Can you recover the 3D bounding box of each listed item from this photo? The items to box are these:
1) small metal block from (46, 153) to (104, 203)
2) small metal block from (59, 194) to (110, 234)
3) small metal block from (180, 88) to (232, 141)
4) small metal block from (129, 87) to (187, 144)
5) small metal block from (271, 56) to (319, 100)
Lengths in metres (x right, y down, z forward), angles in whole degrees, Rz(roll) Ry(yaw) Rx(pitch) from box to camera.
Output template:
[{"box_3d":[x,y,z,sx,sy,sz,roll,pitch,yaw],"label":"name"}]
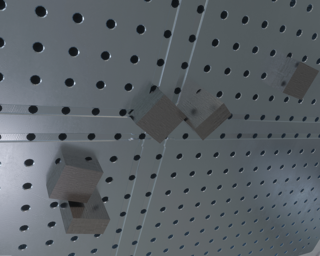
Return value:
[{"box_3d":[-0.108,0.065,0.392,0.050,0.025,0.050,19,108,-36],"label":"small metal block"},{"box_3d":[-0.100,0.112,0.409,0.050,0.050,0.025,14,111,-34],"label":"small metal block"},{"box_3d":[0.057,-0.019,0.414,0.050,0.050,0.025,-42,129,1],"label":"small metal block"},{"box_3d":[-0.002,-0.016,0.400,0.050,0.025,0.050,-46,129,4],"label":"small metal block"},{"box_3d":[0.208,-0.076,0.477,0.050,0.025,0.050,12,112,-33],"label":"small metal block"}]
